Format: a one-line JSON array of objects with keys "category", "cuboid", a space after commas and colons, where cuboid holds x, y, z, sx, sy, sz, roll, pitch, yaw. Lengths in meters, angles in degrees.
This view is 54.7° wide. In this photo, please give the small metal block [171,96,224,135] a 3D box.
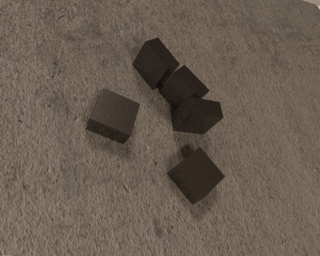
[{"category": "small metal block", "cuboid": [0.050, -0.016, 0.426, 0.050, 0.050, 0.025, 7, 59, -25]}]

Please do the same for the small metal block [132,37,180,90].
[{"category": "small metal block", "cuboid": [-0.007, -0.091, 0.441, 0.025, 0.050, 0.050, -31, 79, -38]}]

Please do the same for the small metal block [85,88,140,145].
[{"category": "small metal block", "cuboid": [-0.057, -0.015, 0.383, 0.050, 0.025, 0.050, 24, 53, -14]}]

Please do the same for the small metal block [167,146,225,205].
[{"category": "small metal block", "cuboid": [0.046, 0.060, 0.394, 0.050, 0.025, 0.050, -34, 81, -38]}]

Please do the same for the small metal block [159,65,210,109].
[{"category": "small metal block", "cuboid": [0.033, -0.052, 0.439, 0.050, 0.050, 0.025, 47, 51, 4]}]
